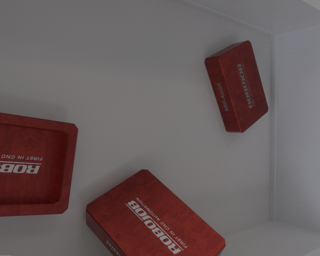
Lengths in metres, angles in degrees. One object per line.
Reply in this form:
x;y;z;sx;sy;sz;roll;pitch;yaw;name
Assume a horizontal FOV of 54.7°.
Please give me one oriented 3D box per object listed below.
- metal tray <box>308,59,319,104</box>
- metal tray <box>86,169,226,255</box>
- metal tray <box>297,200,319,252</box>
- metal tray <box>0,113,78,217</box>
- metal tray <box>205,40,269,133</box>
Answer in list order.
0.404;-0.100;0.744;0.131;0.030;0.090;22;76;-38;metal tray
-0.007;0.113;0.338;0.091;0.130;0.030;-30;146;-36;metal tray
0.368;0.232;0.715;0.130;0.030;0.090;37;67;-34;metal tray
-0.146;0.032;0.280;0.131;0.030;0.090;10;84;-40;metal tray
0.130;-0.068;0.512;0.091;0.030;0.129;-33;111;-35;metal tray
